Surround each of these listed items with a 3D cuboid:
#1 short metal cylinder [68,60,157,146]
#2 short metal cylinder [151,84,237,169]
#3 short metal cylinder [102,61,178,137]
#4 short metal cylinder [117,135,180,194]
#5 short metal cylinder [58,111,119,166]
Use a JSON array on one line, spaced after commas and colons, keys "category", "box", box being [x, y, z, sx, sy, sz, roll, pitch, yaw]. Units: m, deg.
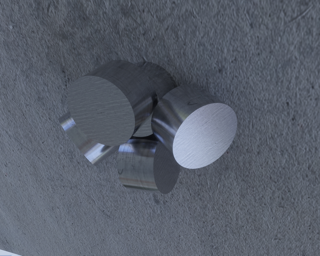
[{"category": "short metal cylinder", "box": [-0.051, -0.027, 0.335, 0.080, 0.050, 0.079, 13, 124, 20]}, {"category": "short metal cylinder", "box": [0.037, -0.002, 0.343, 0.050, 0.081, 0.079, 46, 143, 49]}, {"category": "short metal cylinder", "box": [-0.023, -0.036, 0.381, 0.080, 0.050, 0.079, 13, 124, 20]}, {"category": "short metal cylinder", "box": [-0.012, 0.043, 0.403, 0.050, 0.080, 0.079, 2, 119, 27]}, {"category": "short metal cylinder", "box": [-0.089, 0.004, 0.414, 0.080, 0.050, 0.080, 51, 172, 11]}]
